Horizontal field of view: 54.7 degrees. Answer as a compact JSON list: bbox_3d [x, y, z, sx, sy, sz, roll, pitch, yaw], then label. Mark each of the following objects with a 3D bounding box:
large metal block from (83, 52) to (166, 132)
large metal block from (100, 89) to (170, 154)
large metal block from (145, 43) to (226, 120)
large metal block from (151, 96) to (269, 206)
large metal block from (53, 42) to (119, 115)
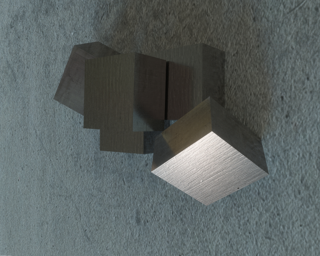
[{"bbox_3d":[-0.041,-0.038,0.354,0.080,0.050,0.079,3,92,39],"label":"large metal block"},{"bbox_3d":[-0.034,-0.009,0.414,0.080,0.050,0.079,0,90,39],"label":"large metal block"},{"bbox_3d":[0.029,-0.049,0.365,0.080,0.050,0.079,0,90,39],"label":"large metal block"},{"bbox_3d":[0.050,0.027,0.320,0.080,0.080,0.050,-38,29,33],"label":"large metal block"},{"bbox_3d":[-0.095,-0.072,0.438,0.050,0.080,0.080,29,112,1],"label":"large metal block"}]
